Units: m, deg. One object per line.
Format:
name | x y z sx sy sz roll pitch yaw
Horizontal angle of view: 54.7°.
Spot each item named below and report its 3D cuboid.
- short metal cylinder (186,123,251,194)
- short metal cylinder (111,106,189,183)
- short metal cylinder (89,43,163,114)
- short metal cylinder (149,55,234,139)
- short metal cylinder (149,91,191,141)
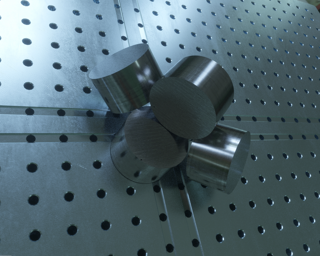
short metal cylinder | 0.074 0.035 0.384 0.050 0.079 0.080 18 45 27
short metal cylinder | -0.013 0.020 0.373 0.081 0.050 0.080 14 56 -21
short metal cylinder | -0.039 -0.062 0.382 0.080 0.080 0.050 -55 129 -39
short metal cylinder | 0.036 -0.034 0.348 0.080 0.080 0.050 41 51 0
short metal cylinder | 0.030 -0.026 0.425 0.081 0.050 0.080 14 56 -21
